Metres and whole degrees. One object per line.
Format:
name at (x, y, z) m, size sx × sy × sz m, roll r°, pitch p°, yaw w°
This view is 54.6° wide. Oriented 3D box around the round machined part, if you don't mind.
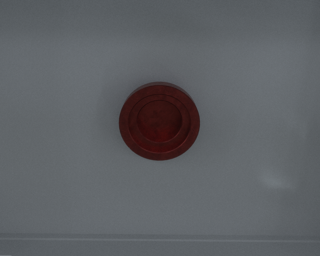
round machined part at (-0.001, -0.011, 0.395) m, size 0.099 × 0.042 × 0.097 m, roll 0°, pitch 110°, yaw 0°
